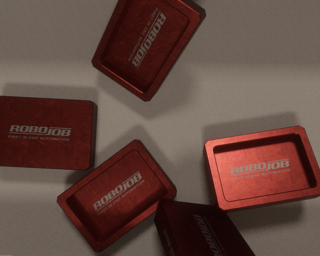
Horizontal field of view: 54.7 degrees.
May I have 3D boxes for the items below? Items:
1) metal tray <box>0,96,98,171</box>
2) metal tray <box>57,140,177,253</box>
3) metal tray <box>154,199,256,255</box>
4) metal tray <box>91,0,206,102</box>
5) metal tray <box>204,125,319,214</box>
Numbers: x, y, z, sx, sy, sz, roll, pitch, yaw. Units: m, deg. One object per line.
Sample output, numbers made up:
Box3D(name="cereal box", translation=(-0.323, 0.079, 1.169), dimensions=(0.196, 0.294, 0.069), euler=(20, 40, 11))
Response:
Box3D(name="metal tray", translation=(-0.152, 0.006, 0.407), dimensions=(0.131, 0.030, 0.089), euler=(3, 90, -1))
Box3D(name="metal tray", translation=(-0.055, 0.087, 0.408), dimensions=(0.130, 0.030, 0.090), euler=(-37, 90, -1))
Box3D(name="metal tray", translation=(0.052, 0.134, 0.347), dimensions=(0.091, 0.130, 0.030), euler=(11, 108, -19))
Box3D(name="metal tray", translation=(-0.018, -0.106, 0.373), dimensions=(0.090, 0.030, 0.129), euler=(35, 125, -1))
Box3D(name="metal tray", translation=(0.128, 0.052, 0.394), dimensions=(0.131, 0.030, 0.090), euler=(-9, 67, -1))
